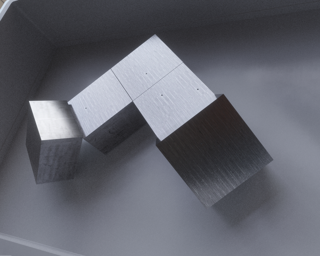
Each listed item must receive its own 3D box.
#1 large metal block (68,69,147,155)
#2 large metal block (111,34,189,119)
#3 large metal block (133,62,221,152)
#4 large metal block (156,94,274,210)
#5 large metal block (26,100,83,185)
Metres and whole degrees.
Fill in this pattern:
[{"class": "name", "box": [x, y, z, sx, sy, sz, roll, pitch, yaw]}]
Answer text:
[{"class": "large metal block", "box": [-0.074, -0.024, 0.441, 0.080, 0.050, 0.080, -38, 51, 3]}, {"class": "large metal block", "box": [-0.010, -0.073, 0.437, 0.080, 0.050, 0.080, -38, 51, 3]}, {"class": "large metal block", "box": [0.026, -0.021, 0.387, 0.080, 0.050, 0.080, -38, 51, 3]}, {"class": "large metal block", "box": [0.052, 0.021, 0.320, 0.080, 0.050, 0.080, -38, 95, 3]}, {"class": "large metal block", "box": [-0.149, 0.018, 0.427, 0.080, 0.050, 0.079, 55, 136, 39]}]
